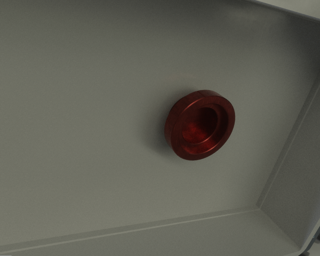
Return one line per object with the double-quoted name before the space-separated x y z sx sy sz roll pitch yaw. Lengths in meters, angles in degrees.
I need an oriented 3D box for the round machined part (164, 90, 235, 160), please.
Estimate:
"round machined part" 0.050 -0.008 0.422 0.099 0.042 0.097 -14 125 -21
